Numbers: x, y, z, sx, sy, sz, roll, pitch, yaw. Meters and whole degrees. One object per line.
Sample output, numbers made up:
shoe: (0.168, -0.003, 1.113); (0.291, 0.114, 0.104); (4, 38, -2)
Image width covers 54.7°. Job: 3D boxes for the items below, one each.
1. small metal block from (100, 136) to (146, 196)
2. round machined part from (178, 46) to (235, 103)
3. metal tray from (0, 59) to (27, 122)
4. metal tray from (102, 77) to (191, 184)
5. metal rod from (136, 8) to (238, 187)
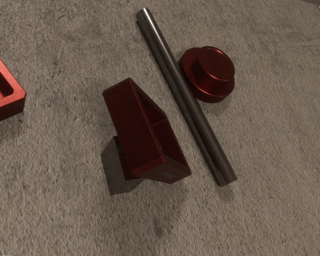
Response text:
small metal block: (-0.041, 0.041, 0.342); (0.025, 0.050, 0.050); (-5, 64, -31)
round machined part: (0.079, -0.091, 0.494); (0.099, 0.042, 0.098); (14, 56, -21)
metal tray: (-0.216, -0.033, 0.304); (0.131, 0.030, 0.090); (-33, 81, -38)
metal tray: (-0.008, 0.010, 0.337); (0.090, 0.030, 0.130); (67, 10, 19)
metal rod: (0.032, -0.056, 0.457); (0.025, 0.025, 0.299); (-12, 68, -34)
